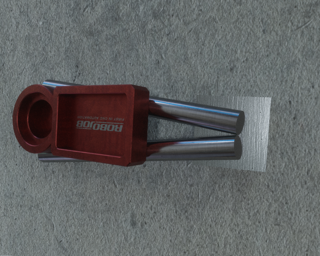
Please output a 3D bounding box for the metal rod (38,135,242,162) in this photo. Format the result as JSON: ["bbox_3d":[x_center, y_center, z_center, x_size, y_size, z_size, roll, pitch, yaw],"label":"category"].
[{"bbox_3d":[-0.048,0.030,0.392,0.300,0.025,0.025,-5,89,32],"label":"metal rod"}]

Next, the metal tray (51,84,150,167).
[{"bbox_3d":[-0.077,-0.006,0.378,0.130,0.030,0.089,4,91,32],"label":"metal tray"}]

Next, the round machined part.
[{"bbox_3d":[-0.165,-0.013,0.452,0.098,0.042,0.097,0,89,30],"label":"round machined part"}]

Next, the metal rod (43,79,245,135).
[{"bbox_3d":[-0.044,-0.033,0.390,0.300,0.025,0.025,13,94,32],"label":"metal rod"}]

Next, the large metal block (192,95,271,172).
[{"bbox_3d":[0.086,0.005,0.365,0.080,0.050,0.079,4,91,19],"label":"large metal block"}]
